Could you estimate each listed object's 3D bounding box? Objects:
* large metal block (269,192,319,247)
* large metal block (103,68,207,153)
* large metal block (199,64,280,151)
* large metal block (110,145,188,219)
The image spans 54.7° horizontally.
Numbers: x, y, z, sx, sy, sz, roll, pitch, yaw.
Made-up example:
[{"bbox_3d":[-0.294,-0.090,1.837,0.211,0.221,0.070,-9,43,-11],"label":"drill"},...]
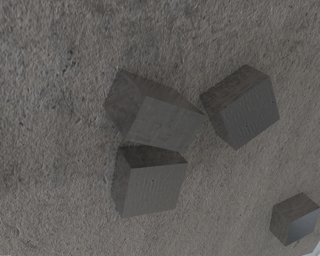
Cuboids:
[{"bbox_3d":[0.290,0.197,0.671,0.081,0.050,0.079,-18,126,-18],"label":"large metal block"},{"bbox_3d":[-0.009,-0.020,0.354,0.081,0.080,0.050,15,110,-35],"label":"large metal block"},{"bbox_3d":[0.113,-0.028,0.435,0.080,0.050,0.080,-35,129,-5],"label":"large metal block"},{"bbox_3d":[-0.017,0.070,0.425,0.081,0.050,0.079,-2,120,-28],"label":"large metal block"}]
